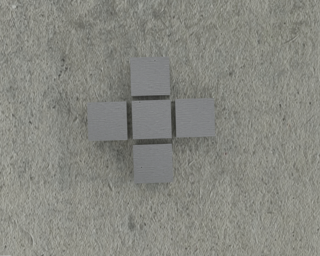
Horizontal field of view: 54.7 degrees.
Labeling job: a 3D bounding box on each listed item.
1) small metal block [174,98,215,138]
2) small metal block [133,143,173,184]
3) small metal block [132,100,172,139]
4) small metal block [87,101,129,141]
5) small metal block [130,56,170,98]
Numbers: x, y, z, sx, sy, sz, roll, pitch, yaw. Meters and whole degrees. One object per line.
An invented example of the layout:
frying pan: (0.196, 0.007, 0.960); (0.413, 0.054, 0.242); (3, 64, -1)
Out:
small metal block: (0.045, -0.013, 0.412); (0.050, 0.025, 0.050); (-2, 90, -1)
small metal block: (-0.009, 0.046, 0.411); (0.050, 0.025, 0.050); (-2, 90, -1)
small metal block: (-0.011, -0.011, 0.411); (0.050, 0.025, 0.050); (-2, 90, -1)
small metal block: (-0.068, -0.009, 0.410); (0.050, 0.025, 0.050); (-2, 90, -1)
small metal block: (-0.013, -0.067, 0.411); (0.050, 0.025, 0.050); (-2, 90, -1)
